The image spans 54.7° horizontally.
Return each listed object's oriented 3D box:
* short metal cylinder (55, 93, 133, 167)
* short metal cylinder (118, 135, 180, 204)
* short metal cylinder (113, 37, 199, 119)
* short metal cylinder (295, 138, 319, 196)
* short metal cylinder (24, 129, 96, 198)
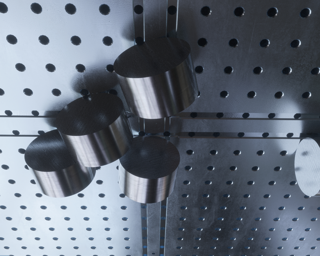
[{"bbox_3d":[-0.077,0.001,0.375,0.080,0.080,0.050,-8,130,6],"label":"short metal cylinder"},{"bbox_3d":[-0.016,0.055,0.422,0.081,0.080,0.050,4,130,-4],"label":"short metal cylinder"},{"bbox_3d":[-0.003,-0.054,0.329,0.080,0.080,0.050,-11,129,8],"label":"short metal cylinder"},{"bbox_3d":[0.228,0.053,0.425,0.050,0.080,0.079,1,130,-2],"label":"short metal cylinder"},{"bbox_3d":[-0.130,0.045,0.412,0.081,0.080,0.050,-2,130,1],"label":"short metal cylinder"}]
